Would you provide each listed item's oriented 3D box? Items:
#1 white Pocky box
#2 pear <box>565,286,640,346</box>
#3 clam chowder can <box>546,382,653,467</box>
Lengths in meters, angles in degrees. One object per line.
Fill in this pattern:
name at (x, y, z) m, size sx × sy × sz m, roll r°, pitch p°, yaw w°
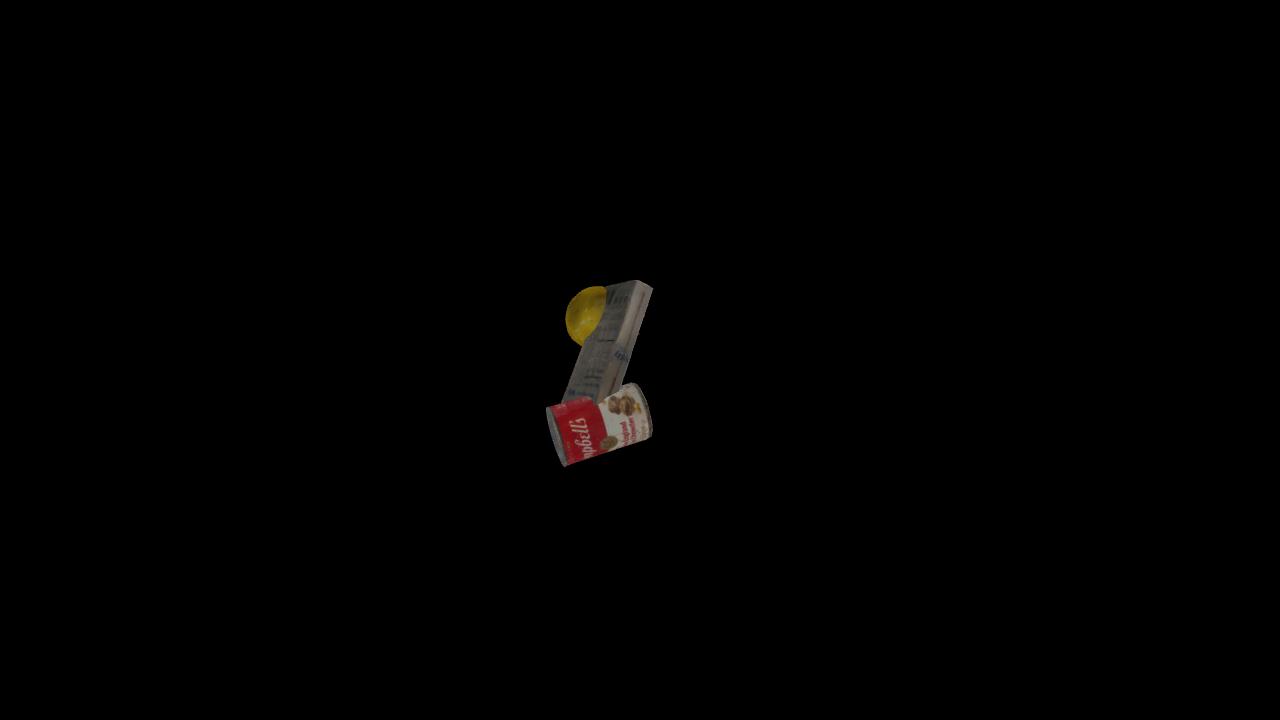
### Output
white Pocky box at (-0.038, -0.015, 0.703) m, size 0.028 × 0.154 × 0.084 m, roll 25°, pitch -12°, yaw -30°
pear at (-0.034, -0.046, 0.764) m, size 0.111 × 0.080 × 0.080 m, roll 13°, pitch -7°, yaw -34°
clam chowder can at (-0.045, 0.069, 0.675) m, size 0.102 × 0.068 × 0.068 m, roll -16°, pitch 5°, yaw -16°
